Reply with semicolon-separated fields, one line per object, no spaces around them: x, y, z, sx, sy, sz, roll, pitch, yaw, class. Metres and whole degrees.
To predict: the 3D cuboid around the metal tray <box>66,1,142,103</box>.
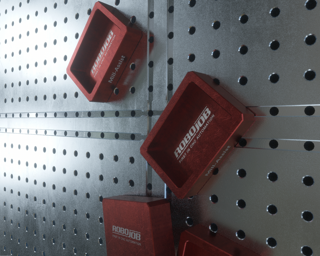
-0.091;-0.116;0.482;0.090;0.030;0.129;48;118;29;metal tray

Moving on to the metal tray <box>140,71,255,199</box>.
0.039;0.009;0.374;0.090;0.030;0.129;47;118;29;metal tray

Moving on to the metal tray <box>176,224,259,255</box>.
0.057;0.192;0.359;0.090;0.030;0.129;17;101;39;metal tray

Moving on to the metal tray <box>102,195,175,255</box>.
-0.033;0.139;0.413;0.130;0.030;0.090;-14;81;54;metal tray
